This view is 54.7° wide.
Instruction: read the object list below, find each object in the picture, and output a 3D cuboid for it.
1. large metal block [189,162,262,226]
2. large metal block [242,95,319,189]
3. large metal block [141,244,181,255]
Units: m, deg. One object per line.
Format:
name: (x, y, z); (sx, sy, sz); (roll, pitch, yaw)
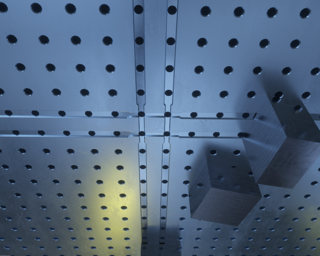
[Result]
large metal block: (0.099, 0.105, 0.486); (0.081, 0.050, 0.079); (13, 129, -11)
large metal block: (0.152, 0.018, 0.393); (0.050, 0.080, 0.079); (10, 129, -9)
large metal block: (0.000, 0.283, 0.637); (0.081, 0.050, 0.079); (2, 130, -2)
